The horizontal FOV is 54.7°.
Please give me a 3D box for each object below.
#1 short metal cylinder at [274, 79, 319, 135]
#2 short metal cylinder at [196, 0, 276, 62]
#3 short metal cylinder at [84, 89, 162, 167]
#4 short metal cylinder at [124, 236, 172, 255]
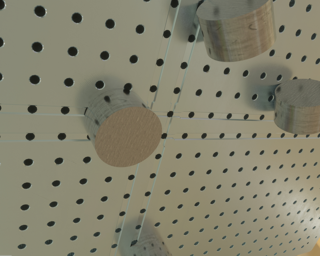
[{"bbox_3d":[0.217,-0.034,0.473,0.081,0.080,0.050,-23,127,-15],"label":"short metal cylinder"},{"bbox_3d":[0.087,-0.118,0.350,0.080,0.080,0.050,-31,129,-9],"label":"short metal cylinder"},{"bbox_3d":[-0.045,0.000,0.370,0.081,0.050,0.079,-14,124,-21],"label":"short metal cylinder"},{"bbox_3d":[-0.017,0.234,0.531,0.081,0.050,0.079,-14,124,-21],"label":"short metal cylinder"}]
